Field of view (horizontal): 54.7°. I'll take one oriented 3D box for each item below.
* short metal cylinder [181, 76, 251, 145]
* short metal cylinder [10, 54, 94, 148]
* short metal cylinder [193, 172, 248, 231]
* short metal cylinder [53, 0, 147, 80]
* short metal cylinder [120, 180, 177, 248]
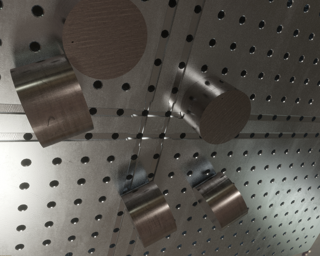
[{"bbox_3d":[0.076,-0.024,0.423,0.081,0.050,0.079,-14,125,-21],"label":"short metal cylinder"},{"bbox_3d":[-0.104,-0.027,0.303,0.050,0.080,0.080,-22,127,-16],"label":"short metal cylinder"},{"bbox_3d":[0.097,0.119,0.505,0.050,0.080,0.080,-30,129,-9],"label":"short metal cylinder"},{"bbox_3d":[-0.059,-0.094,0.305,0.081,0.050,0.079,-14,124,-21],"label":"short metal cylinder"},{"bbox_3d":[-0.017,0.122,0.443,0.050,0.080,0.080,-24,128,-14],"label":"short metal cylinder"}]
